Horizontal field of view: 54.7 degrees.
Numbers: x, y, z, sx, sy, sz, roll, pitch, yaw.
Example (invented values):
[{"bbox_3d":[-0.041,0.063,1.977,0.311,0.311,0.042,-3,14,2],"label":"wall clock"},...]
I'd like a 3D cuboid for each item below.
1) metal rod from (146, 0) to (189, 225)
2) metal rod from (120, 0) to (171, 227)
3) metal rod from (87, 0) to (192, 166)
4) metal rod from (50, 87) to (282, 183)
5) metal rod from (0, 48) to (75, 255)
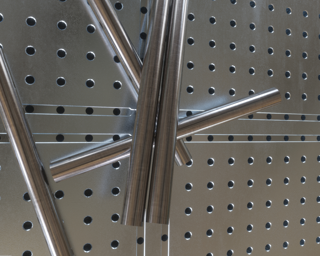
[{"bbox_3d":[0.013,-0.039,0.378,0.025,0.025,0.299,13,71,-20],"label":"metal rod"},{"bbox_3d":[-0.014,-0.038,0.374,0.025,0.025,0.299,13,73,-20],"label":"metal rod"},{"bbox_3d":[-0.037,-0.084,0.399,0.025,0.025,0.299,-31,101,-18],"label":"metal rod"},{"bbox_3d":[0.015,0.005,0.392,0.302,0.025,0.025,-19,97,-9],"label":"metal rod"},{"bbox_3d":[-0.145,0.057,0.359,0.025,0.025,0.298,-19,97,-19],"label":"metal rod"}]
